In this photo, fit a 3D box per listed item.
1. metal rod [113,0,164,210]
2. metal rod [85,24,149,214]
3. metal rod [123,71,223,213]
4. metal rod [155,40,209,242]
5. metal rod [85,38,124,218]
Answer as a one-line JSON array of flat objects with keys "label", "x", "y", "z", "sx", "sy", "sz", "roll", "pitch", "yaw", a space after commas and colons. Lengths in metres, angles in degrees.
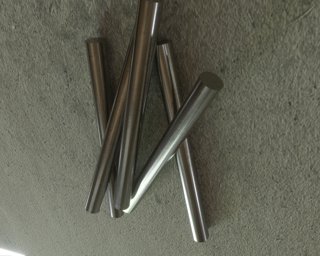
[{"label": "metal rod", "x": -0.034, "y": -0.006, "z": 0.387, "sx": 0.025, "sy": 0.025, "sz": 0.298, "roll": 22, "pitch": 125, "yaw": 15}, {"label": "metal rod", "x": -0.062, "y": 0.007, "z": 0.420, "sx": 0.025, "sy": 0.025, "sz": 0.298, "roll": 27, "pitch": 121, "yaw": 11}, {"label": "metal rod", "x": -0.002, "y": 0.042, "z": 0.407, "sx": 0.025, "sy": 0.025, "sz": 0.298, "roll": 35, "pitch": 137, "yaw": 5}, {"label": "metal rod", "x": 0.032, "y": 0.035, "z": 0.411, "sx": 0.025, "sy": 0.025, "sz": 0.298, "roll": 1, "pitch": 119, "yaw": 27}, {"label": "metal rod", "x": -0.077, "y": 0.019, "z": 0.459, "sx": 0.025, "sy": 0.025, "sz": 0.298, "roll": 12, "pitch": 124, "yaw": 21}]
